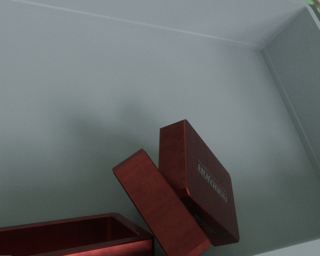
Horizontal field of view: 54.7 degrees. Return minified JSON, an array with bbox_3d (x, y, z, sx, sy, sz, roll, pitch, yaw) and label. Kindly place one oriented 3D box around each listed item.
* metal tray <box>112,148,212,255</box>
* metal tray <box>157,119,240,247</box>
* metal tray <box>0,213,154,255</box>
[{"bbox_3d":[0.006,0.080,0.286,0.030,0.130,0.090,-35,68,-7],"label":"metal tray"},{"bbox_3d":[0.045,0.063,0.339,0.130,0.030,0.090,48,31,-39],"label":"metal tray"},{"bbox_3d":[-0.081,0.102,0.256,0.131,0.090,0.030,0,89,-28],"label":"metal tray"}]
